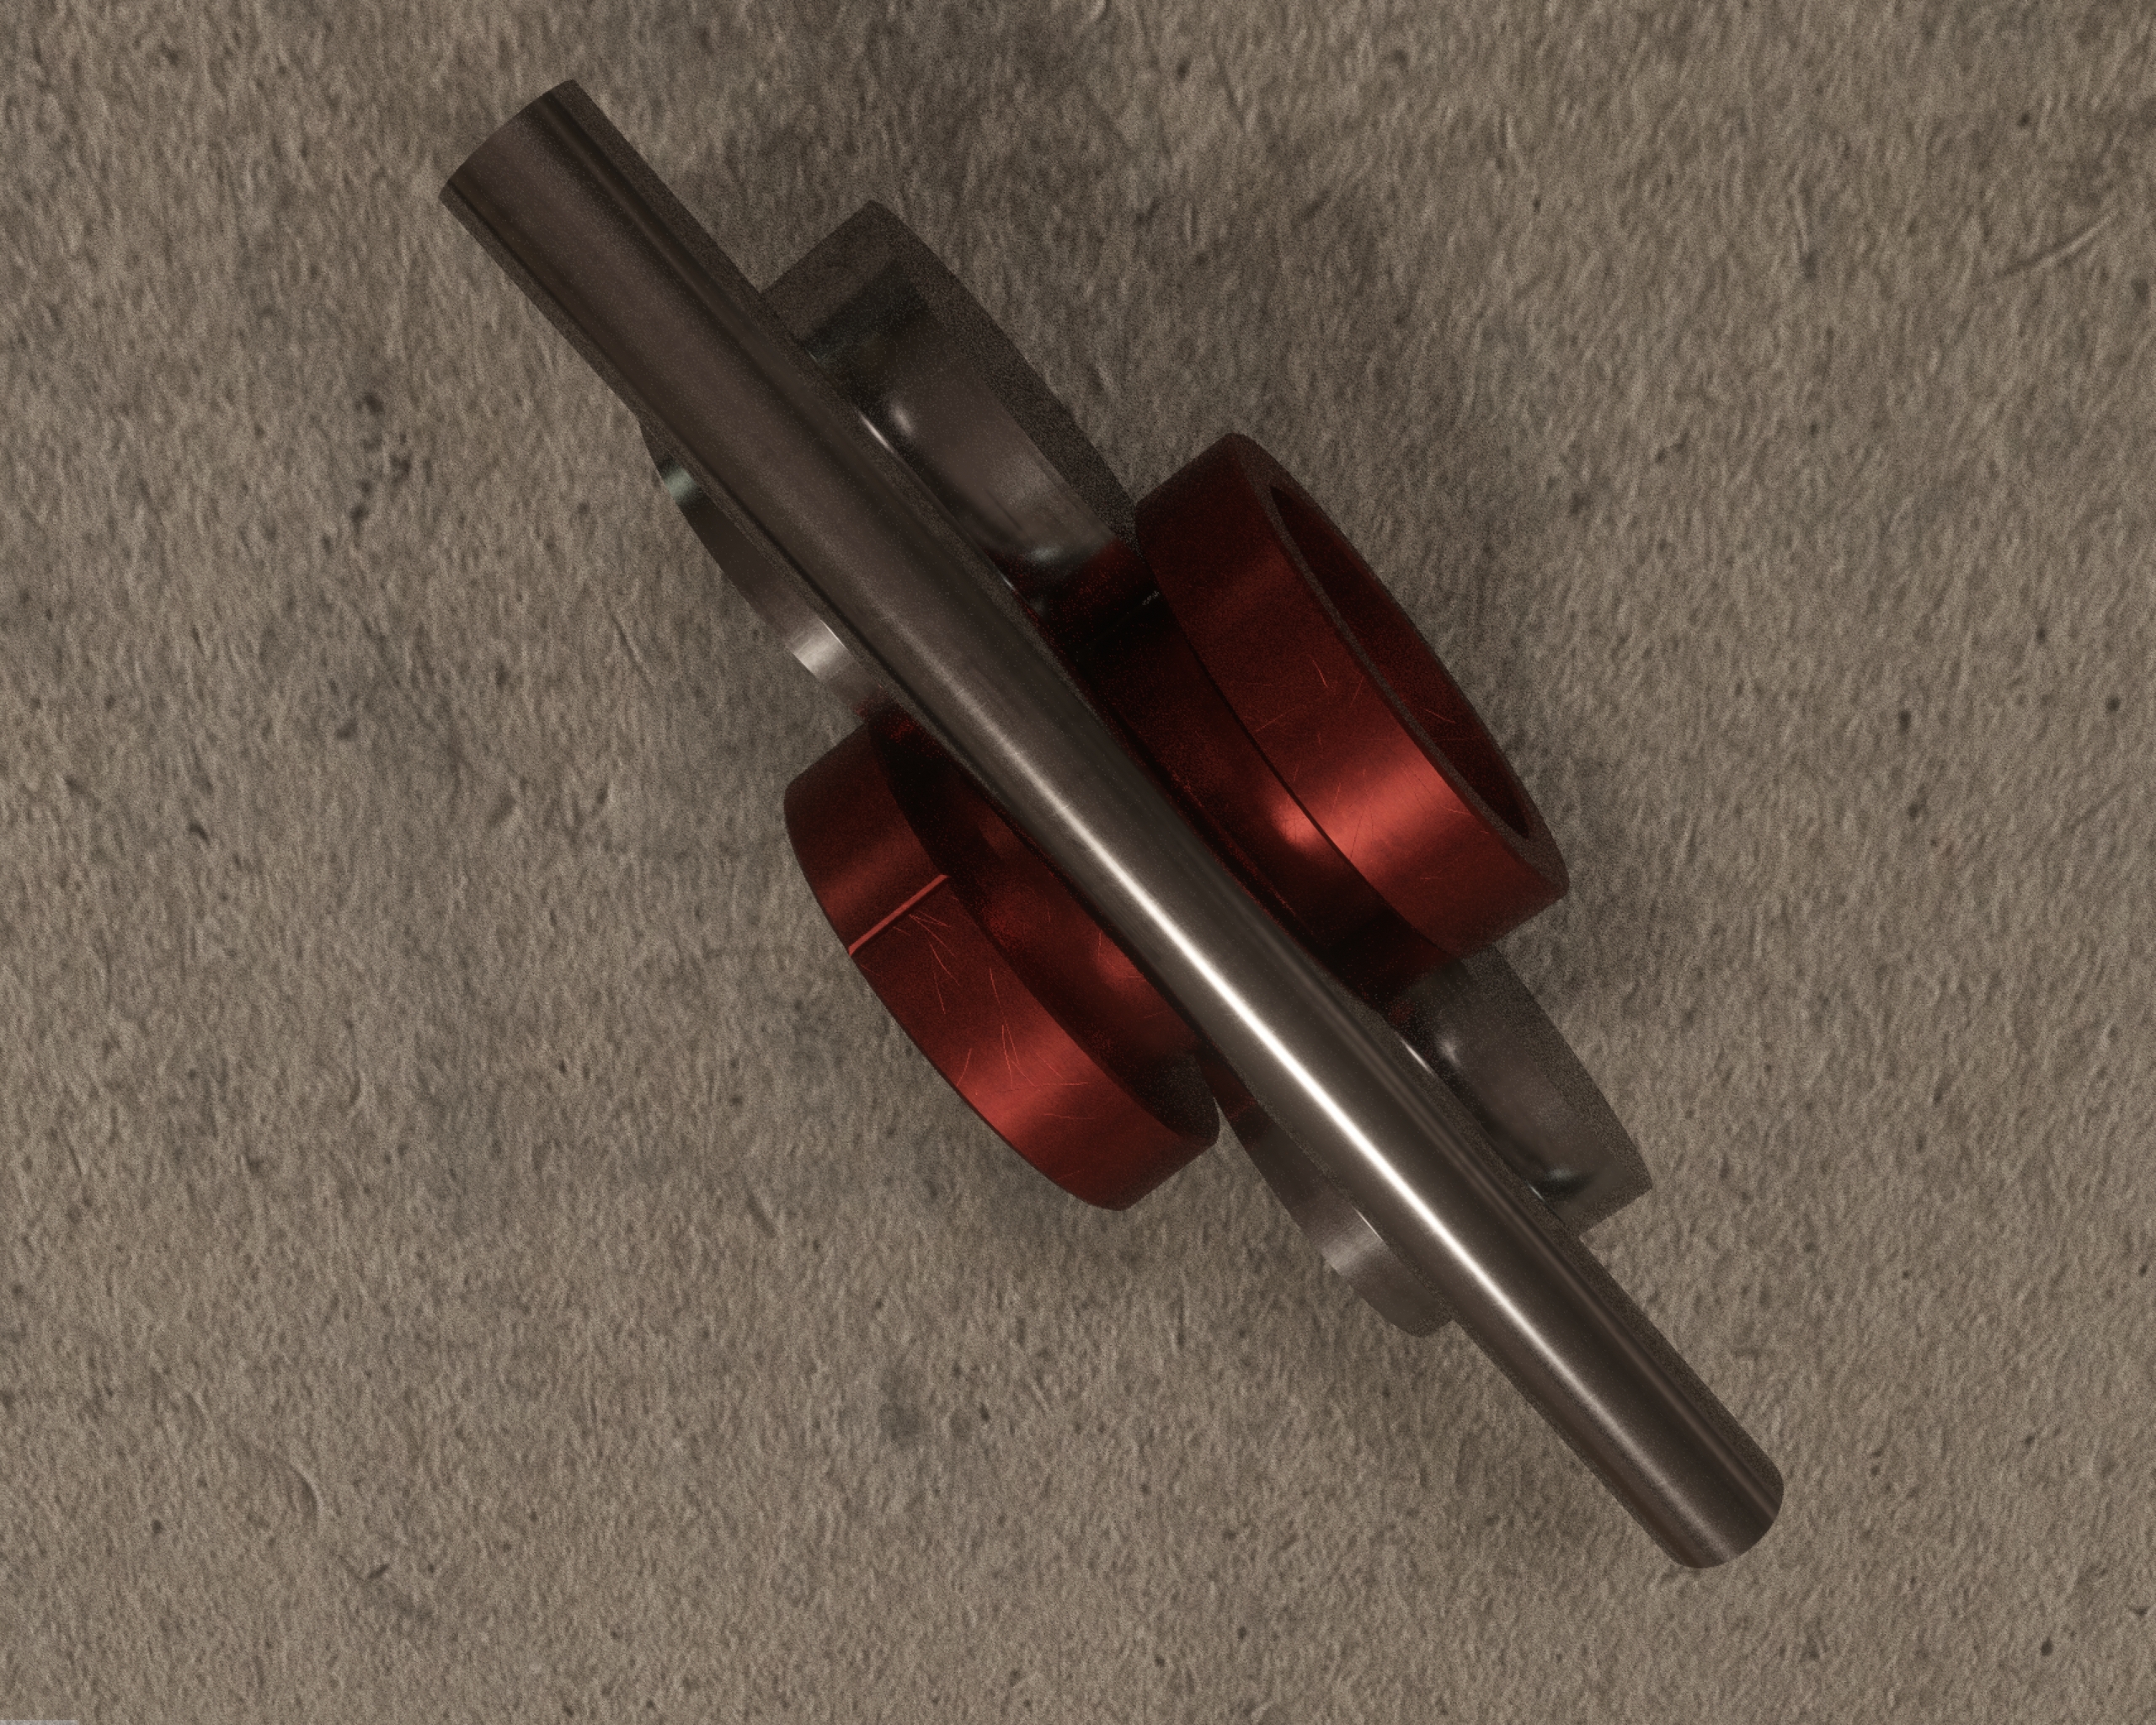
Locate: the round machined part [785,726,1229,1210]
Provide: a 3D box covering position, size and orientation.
[{"bbox_3d":[-0.004,0.011,0.375,0.042,0.098,0.098,-39,106,9],"label":"round machined part"}]

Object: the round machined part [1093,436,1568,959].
[{"bbox_3d":[0.040,-0.023,0.364,0.042,0.098,0.098,-36,107,17],"label":"round machined part"}]

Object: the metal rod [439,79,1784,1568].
[{"bbox_3d":[0.018,0.007,0.329,0.025,0.025,0.300,-38,106,12],"label":"metal rod"}]

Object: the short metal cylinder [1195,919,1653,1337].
[{"bbox_3d":[0.064,0.043,0.398,0.050,0.080,0.080,-37,106,12],"label":"short metal cylinder"}]

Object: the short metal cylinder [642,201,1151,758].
[{"bbox_3d":[-0.028,-0.065,0.357,0.050,0.080,0.080,-37,106,12],"label":"short metal cylinder"}]
